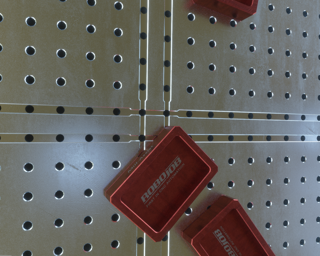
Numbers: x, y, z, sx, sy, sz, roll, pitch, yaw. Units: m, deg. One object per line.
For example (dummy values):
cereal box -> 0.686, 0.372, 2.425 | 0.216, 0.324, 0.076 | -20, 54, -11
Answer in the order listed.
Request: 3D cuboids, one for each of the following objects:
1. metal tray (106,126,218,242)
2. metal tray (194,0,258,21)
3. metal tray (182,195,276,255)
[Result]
metal tray -> 0.005, 0.071, 0.412 | 0.090, 0.030, 0.130 | 46, 75, -15
metal tray -> 0.105, -0.234, 0.449 | 0.091, 0.030, 0.129 | 13, 86, -20
metal tray -> 0.104, 0.176, 0.450 | 0.090, 0.030, 0.130 | -39, 103, -16
